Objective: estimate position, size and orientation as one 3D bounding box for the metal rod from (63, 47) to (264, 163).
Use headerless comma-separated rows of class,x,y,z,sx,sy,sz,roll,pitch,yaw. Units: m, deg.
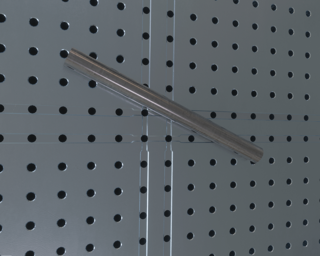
metal rod,0.018,-0.023,0.418,0.301,0.025,0.025,26,81,-18
